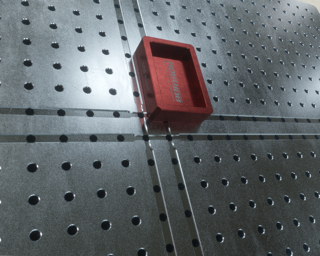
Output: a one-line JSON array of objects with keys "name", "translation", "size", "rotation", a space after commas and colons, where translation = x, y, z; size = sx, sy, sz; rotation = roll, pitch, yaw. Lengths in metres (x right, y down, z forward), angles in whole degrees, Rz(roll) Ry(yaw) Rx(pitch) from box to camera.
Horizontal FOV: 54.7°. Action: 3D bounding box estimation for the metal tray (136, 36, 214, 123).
[{"name": "metal tray", "translation": [0.020, -0.072, 0.461], "size": [0.091, 0.030, 0.130], "rotation": [3, 61, -27]}]
